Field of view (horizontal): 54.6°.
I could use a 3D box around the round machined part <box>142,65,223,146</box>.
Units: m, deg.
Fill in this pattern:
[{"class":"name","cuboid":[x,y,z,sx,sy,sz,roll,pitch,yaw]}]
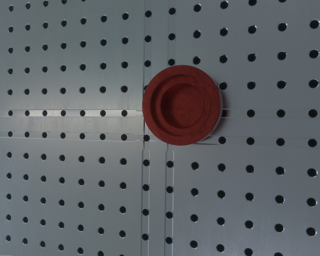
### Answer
[{"class":"round machined part","cuboid":[0.031,-0.028,0.393,0.098,0.042,0.097,0,90,20]}]
